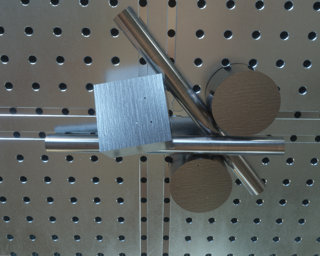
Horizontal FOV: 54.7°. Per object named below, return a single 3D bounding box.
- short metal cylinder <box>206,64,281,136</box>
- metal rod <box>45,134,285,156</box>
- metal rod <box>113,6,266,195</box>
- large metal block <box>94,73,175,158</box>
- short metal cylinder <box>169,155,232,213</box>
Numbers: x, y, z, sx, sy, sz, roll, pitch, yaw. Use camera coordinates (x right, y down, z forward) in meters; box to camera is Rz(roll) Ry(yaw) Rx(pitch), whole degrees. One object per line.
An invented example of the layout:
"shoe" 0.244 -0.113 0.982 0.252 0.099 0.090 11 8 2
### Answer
"short metal cylinder" 0.100 -0.036 0.384 0.081 0.050 0.079 0 110 0
"metal rod" 0.002 0.021 0.399 0.302 0.025 0.025 0 110 6
"metal rod" 0.047 -0.023 0.402 0.025 0.025 0.300 -36 107 12
"large metal block" -0.030 -0.012 0.372 0.080 0.050 0.080 -9 75 3
"short metal cylinder" 0.053 0.067 0.421 0.081 0.050 0.079 0 110 0
